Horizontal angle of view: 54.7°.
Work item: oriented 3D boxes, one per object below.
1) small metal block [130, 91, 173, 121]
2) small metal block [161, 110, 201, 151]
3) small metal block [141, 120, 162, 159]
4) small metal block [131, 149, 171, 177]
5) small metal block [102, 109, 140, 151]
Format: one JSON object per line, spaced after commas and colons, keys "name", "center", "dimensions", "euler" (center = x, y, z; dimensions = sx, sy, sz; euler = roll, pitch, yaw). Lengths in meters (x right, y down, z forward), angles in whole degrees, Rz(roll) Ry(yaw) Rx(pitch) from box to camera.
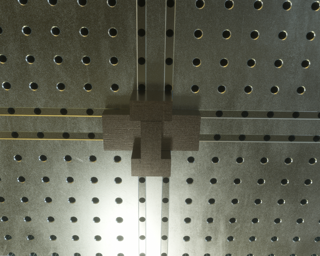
{"name": "small metal block", "center": [-0.011, -0.029, 0.389], "dimensions": [0.050, 0.050, 0.025], "euler": [1, 110, -1]}
{"name": "small metal block", "center": [0.027, 0.003, 0.414], "dimensions": [0.050, 0.025, 0.050], "euler": [1, 110, -1]}
{"name": "small metal block", "center": [-0.011, 0.007, 0.402], "dimensions": [0.025, 0.050, 0.050], "euler": [1, 110, -1]}
{"name": "small metal block", "center": [-0.011, 0.042, 0.415], "dimensions": [0.050, 0.050, 0.025], "euler": [1, 110, -1]}
{"name": "small metal block", "center": [-0.049, 0.002, 0.413], "dimensions": [0.050, 0.025, 0.050], "euler": [0, 110, -1]}
